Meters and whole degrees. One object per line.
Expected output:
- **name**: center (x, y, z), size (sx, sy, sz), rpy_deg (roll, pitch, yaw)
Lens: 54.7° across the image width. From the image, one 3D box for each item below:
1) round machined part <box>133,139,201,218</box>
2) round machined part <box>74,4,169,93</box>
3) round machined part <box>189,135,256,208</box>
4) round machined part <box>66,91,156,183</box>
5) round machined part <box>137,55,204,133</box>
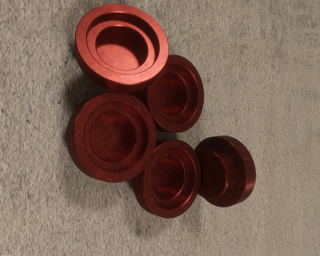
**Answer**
- **round machined part**: center (0.005, 0.063, 0.400), size (0.099, 0.042, 0.097), rpy_deg (0, 90, -40)
- **round machined part**: center (-0.043, -0.083, 0.341), size (0.099, 0.042, 0.098), rpy_deg (6, 69, -15)
- **round machined part**: center (0.077, 0.060, 0.424), size (0.042, 0.098, 0.097), rpy_deg (-5, 93, -40)
- **round machined part**: center (-0.056, 0.009, 0.345), size (0.099, 0.042, 0.097), rpy_deg (2, 87, -36)
- **round machined part**: center (0.009, -0.043, 0.403), size (0.099, 0.042, 0.097), rpy_deg (0, 90, -40)
